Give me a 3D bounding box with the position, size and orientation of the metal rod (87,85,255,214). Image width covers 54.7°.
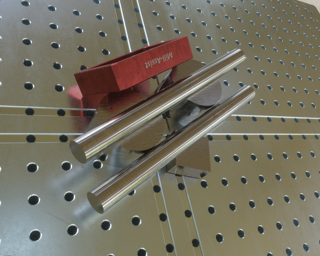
[{"bbox_3d":[0.038,0.008,0.391,0.302,0.025,0.025,-33,80,-38],"label":"metal rod"}]

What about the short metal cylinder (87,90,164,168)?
[{"bbox_3d":[-0.042,0.001,0.370,0.081,0.050,0.080,14,56,-21],"label":"short metal cylinder"}]

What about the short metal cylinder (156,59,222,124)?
[{"bbox_3d":[0.041,-0.053,0.449,0.081,0.050,0.080,14,56,-21],"label":"short metal cylinder"}]

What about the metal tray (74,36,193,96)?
[{"bbox_3d":[-0.031,-0.081,0.398,0.131,0.090,0.030,-33,112,-38],"label":"metal tray"}]

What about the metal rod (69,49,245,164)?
[{"bbox_3d":[0.021,-0.044,0.382,0.302,0.025,0.025,-34,81,-38],"label":"metal rod"}]

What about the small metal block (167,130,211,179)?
[{"bbox_3d":[0.037,0.035,0.407,0.050,0.025,0.050,14,56,-21],"label":"small metal block"}]
